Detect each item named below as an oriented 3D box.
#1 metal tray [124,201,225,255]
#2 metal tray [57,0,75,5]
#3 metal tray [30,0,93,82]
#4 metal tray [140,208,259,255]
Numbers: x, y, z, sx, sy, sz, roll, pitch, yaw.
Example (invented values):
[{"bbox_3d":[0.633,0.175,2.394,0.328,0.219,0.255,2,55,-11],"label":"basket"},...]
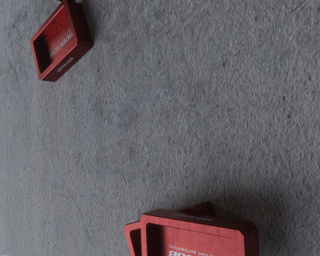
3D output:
[{"bbox_3d":[0.018,0.152,0.386,0.130,0.030,0.090,-27,73,36],"label":"metal tray"},{"bbox_3d":[-0.156,-0.293,0.530,0.090,0.030,0.129,-25,74,37],"label":"metal tray"},{"bbox_3d":[-0.178,-0.151,0.548,0.130,0.030,0.090,-29,72,36],"label":"metal tray"},{"bbox_3d":[0.038,0.140,0.330,0.130,0.030,0.089,-4,87,39],"label":"metal tray"}]
